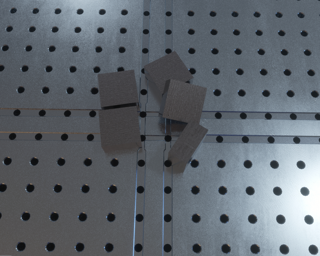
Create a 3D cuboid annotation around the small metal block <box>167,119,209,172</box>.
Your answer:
[{"bbox_3d":[0.034,0.024,0.390,0.025,0.050,0.050,32,73,10],"label":"small metal block"}]

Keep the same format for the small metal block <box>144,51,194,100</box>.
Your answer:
[{"bbox_3d":[0.012,-0.073,0.439,0.050,0.025,0.050,-28,73,-10],"label":"small metal block"}]

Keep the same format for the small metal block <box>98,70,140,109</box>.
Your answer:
[{"bbox_3d":[-0.057,-0.050,0.429,0.050,0.025,0.050,-8,70,-4],"label":"small metal block"}]

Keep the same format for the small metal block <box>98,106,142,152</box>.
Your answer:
[{"bbox_3d":[-0.052,0.001,0.411,0.050,0.025,0.050,-8,70,-3],"label":"small metal block"}]

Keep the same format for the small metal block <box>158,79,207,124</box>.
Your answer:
[{"bbox_3d":[0.029,-0.034,0.409,0.050,0.025,0.050,12,90,-13],"label":"small metal block"}]
